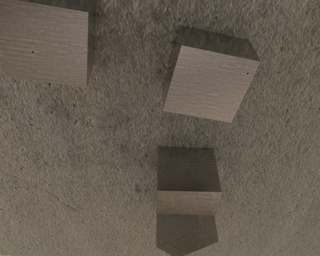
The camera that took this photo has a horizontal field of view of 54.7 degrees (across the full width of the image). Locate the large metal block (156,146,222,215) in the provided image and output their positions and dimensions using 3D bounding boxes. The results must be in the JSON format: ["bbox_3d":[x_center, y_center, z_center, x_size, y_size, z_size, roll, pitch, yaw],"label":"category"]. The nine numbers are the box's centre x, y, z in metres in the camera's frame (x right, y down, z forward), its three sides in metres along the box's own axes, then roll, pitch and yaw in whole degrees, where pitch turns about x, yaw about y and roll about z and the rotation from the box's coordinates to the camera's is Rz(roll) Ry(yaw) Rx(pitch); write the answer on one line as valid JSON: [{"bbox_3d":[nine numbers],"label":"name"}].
[{"bbox_3d":[0.036,0.072,0.433,0.081,0.080,0.050,2,130,-2],"label":"large metal block"}]

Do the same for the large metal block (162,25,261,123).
[{"bbox_3d":[0.051,-0.058,0.342,0.081,0.050,0.079,9,130,-8],"label":"large metal block"}]

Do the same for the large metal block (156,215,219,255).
[{"bbox_3d":[0.041,0.150,0.499,0.080,0.080,0.050,-33,123,24],"label":"large metal block"}]

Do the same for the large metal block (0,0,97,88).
[{"bbox_3d":[-0.109,-0.093,0.311,0.081,0.050,0.079,7,130,-7],"label":"large metal block"}]
